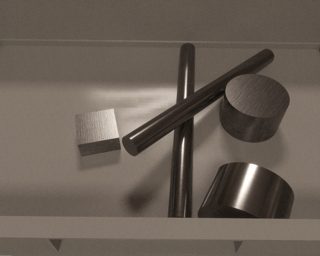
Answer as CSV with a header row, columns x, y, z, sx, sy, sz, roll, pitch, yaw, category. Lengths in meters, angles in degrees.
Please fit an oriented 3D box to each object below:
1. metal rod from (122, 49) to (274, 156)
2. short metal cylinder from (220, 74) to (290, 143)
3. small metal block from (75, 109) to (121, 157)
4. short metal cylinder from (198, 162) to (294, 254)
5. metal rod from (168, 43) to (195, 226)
x,y,z,sx,sy,sz,roll,pitch,yaw,category
0.071,-0.049,0.421,0.025,0.025,0.302,37,51,26,metal rod
0.124,-0.027,0.413,0.081,0.050,0.080,0,50,0,short metal cylinder
-0.080,0.005,0.400,0.050,0.025,0.050,-10,51,-9,small metal block
0.084,0.079,0.304,0.080,0.080,0.050,21,53,16,short metal cylinder
0.033,-0.017,0.419,0.025,0.025,0.300,4,50,3,metal rod
